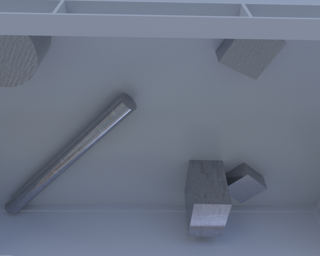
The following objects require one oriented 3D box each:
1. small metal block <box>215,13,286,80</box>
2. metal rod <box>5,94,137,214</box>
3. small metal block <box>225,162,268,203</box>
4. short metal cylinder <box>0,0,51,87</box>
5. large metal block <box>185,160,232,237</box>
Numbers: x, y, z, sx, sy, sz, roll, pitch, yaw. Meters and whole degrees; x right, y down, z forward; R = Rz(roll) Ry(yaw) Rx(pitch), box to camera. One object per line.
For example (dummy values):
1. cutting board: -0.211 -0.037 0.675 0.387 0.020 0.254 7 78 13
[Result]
1. small metal block: 0.097 -0.087 0.336 0.050 0.025 0.050 21 127 -18
2. metal rod: -0.143 0.050 0.449 0.025 0.025 0.299 36 121 -27
3. small metal block: 0.130 0.087 0.485 0.050 0.025 0.050 35 122 -27
4. short metal cylinder: -0.159 -0.089 0.315 0.081 0.050 0.079 0 130 0
5. large metal block: 0.068 0.105 0.463 0.050 0.080 0.079 2 130 -2
